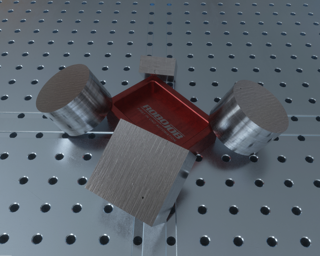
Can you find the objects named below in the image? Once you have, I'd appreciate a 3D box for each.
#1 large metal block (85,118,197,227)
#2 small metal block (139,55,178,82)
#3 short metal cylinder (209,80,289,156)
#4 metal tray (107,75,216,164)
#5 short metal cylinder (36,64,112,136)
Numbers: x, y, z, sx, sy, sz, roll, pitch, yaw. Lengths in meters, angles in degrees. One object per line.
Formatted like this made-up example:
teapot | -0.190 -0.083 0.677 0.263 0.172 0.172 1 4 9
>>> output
large metal block | -0.018 0.047 0.329 0.080 0.050 0.080 25 85 19
small metal block | -0.001 -0.087 0.461 0.050 0.050 0.025 7 88 6
short metal cylinder | 0.109 -0.013 0.383 0.081 0.050 0.080 18 47 -20
metal tray | 0.000 -0.010 0.411 0.091 0.030 0.130 -34 58 -25
short metal cylinder | -0.110 -0.036 0.402 0.080 0.050 0.080 -17 48 19
